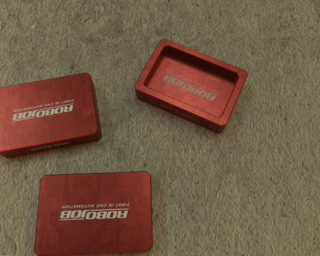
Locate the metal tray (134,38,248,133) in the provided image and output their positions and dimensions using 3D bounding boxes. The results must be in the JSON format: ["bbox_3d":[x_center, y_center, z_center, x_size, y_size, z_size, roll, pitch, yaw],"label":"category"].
[{"bbox_3d":[0.042,-0.059,0.427,0.130,0.030,0.090,24,72,8],"label":"metal tray"}]

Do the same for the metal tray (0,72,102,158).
[{"bbox_3d":[-0.150,-0.018,0.411,0.131,0.030,0.090,-11,70,-4],"label":"metal tray"}]

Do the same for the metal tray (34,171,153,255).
[{"bbox_3d":[-0.075,0.101,0.368,0.131,0.030,0.090,-2,70,-1],"label":"metal tray"}]
